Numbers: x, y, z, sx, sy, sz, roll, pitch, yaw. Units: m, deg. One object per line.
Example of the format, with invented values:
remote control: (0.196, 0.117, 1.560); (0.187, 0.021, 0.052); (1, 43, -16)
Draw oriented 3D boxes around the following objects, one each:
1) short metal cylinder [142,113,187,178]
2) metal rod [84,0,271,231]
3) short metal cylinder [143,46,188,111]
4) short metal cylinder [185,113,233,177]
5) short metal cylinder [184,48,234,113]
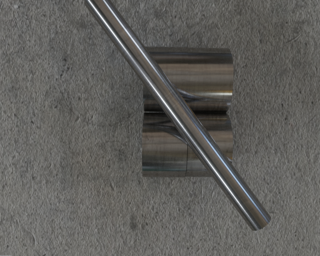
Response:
short metal cylinder: (0.005, 0.021, 0.384); (0.050, 0.080, 0.079); (1, 90, 0)
metal rod: (0.019, -0.018, 0.331); (0.025, 0.025, 0.299); (-37, 90, 0)
short metal cylinder: (0.006, -0.060, 0.384); (0.050, 0.080, 0.079); (1, 90, 0)
short metal cylinder: (0.056, 0.021, 0.384); (0.050, 0.080, 0.079); (1, 90, 0)
short metal cylinder: (0.057, -0.059, 0.384); (0.050, 0.080, 0.079); (1, 90, 0)
